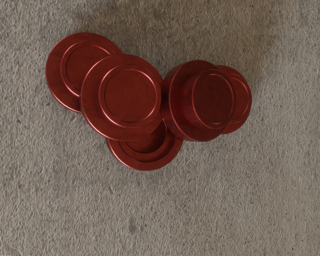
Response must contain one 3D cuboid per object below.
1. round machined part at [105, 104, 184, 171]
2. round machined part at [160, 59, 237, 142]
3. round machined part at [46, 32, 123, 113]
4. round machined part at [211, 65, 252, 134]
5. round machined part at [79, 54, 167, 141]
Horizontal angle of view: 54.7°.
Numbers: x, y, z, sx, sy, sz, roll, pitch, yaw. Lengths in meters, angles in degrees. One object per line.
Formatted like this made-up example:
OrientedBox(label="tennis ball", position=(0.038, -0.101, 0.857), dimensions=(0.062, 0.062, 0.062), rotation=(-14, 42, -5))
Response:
OrientedBox(label="round machined part", position=(-0.022, 0.003, 0.394), dimensions=(0.099, 0.042, 0.097), rotation=(0, 90, -21))
OrientedBox(label="round machined part", position=(0.052, -0.032, 0.366), dimensions=(0.099, 0.042, 0.097), rotation=(1, 88, -33))
OrientedBox(label="round machined part", position=(-0.084, -0.066, 0.370), dimensions=(0.099, 0.042, 0.097), rotation=(0, 90, -21))
OrientedBox(label="round machined part", position=(0.088, -0.040, 0.435), dimensions=(0.099, 0.042, 0.097), rotation=(0, 90, -21))
OrientedBox(label="round machined part", position=(-0.037, -0.034, 0.343), dimensions=(0.099, 0.042, 0.097), rotation=(0, 90, -21))
